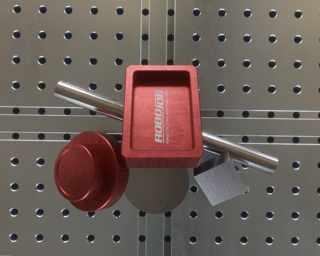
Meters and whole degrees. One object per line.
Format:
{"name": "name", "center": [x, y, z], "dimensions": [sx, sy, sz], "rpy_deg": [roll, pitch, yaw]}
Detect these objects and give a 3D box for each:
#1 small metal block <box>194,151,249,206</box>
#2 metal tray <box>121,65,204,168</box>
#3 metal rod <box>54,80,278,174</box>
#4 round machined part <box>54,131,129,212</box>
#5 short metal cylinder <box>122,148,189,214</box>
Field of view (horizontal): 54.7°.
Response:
{"name": "small metal block", "center": [0.078, 0.065, 0.399], "dimensions": [0.050, 0.025, 0.050], "rpy_deg": [-28, 106, 16]}
{"name": "metal tray", "center": [0.002, -0.017, 0.378], "dimensions": [0.091, 0.030, 0.130], "rpy_deg": [0, 61, -1]}
{"name": "metal rod", "center": [0.008, -0.001, 0.410], "dimensions": [0.301, 0.025, 0.025], "rpy_deg": [20, 90, 0]}
{"name": "round machined part", "center": [-0.090, 0.053, 0.377], "dimensions": [0.098, 0.042, 0.097], "rpy_deg": [-3, 84, 32]}
{"name": "short metal cylinder", "center": [-0.005, 0.064, 0.397], "dimensions": [0.081, 0.050, 0.079], "rpy_deg": [0, 90, 0]}
